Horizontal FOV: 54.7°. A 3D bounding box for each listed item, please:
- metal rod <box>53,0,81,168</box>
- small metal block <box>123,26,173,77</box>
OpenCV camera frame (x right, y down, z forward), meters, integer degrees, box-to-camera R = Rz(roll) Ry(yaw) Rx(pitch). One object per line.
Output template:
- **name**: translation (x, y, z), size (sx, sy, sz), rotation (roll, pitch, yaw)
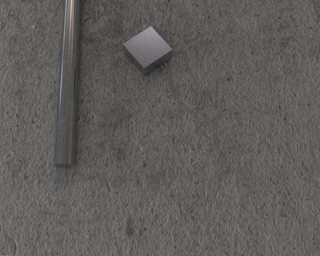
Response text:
- **metal rod**: translation (-0.129, -0.093, 0.440), size (0.025, 0.025, 0.299), rotation (-3, 70, -1)
- **small metal block**: translation (-0.017, -0.111, 0.449), size (0.050, 0.025, 0.050), rotation (-36, 74, -12)
